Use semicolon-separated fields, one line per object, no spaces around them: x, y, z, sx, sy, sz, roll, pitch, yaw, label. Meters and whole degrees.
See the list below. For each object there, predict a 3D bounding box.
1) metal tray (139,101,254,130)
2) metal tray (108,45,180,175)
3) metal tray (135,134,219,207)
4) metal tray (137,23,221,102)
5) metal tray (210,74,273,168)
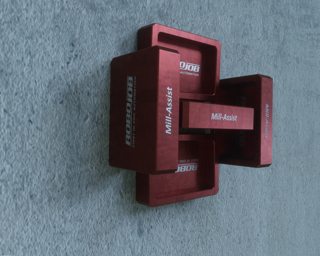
0.049;-0.014;0.406;0.131;0.090;0.030;1;91;-40;metal tray
-0.020;-0.018;0.347;0.030;0.090;0.129;2;90;-41;metal tray
0.028;0.053;0.428;0.131;0.030;0.089;1;89;-40;metal tray
0.030;-0.084;0.427;0.131;0.030;0.089;0;93;-40;metal tray
0.119;-0.010;0.463;0.030;0.090;0.129;2;89;-40;metal tray
